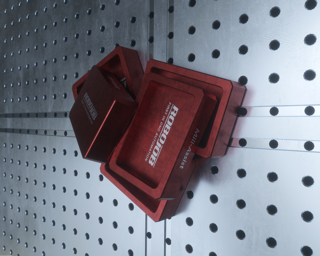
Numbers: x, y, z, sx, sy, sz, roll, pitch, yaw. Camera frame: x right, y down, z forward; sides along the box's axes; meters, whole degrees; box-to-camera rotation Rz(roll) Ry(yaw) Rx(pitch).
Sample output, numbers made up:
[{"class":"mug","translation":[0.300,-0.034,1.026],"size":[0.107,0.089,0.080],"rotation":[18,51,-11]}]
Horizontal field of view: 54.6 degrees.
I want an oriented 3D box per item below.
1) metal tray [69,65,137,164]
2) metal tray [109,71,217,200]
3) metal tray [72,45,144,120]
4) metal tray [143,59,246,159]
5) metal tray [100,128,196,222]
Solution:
[{"class":"metal tray","translation":[-0.084,-0.023,0.423],"size":[0.090,0.030,0.130],"rotation":[-60,34,14]},{"class":"metal tray","translation":[0.000,0.007,0.366],"size":[0.090,0.030,0.129],"rotation":[26,94,37]},{"class":"metal tray","translation":[-0.078,-0.052,0.472],"size":[0.130,0.030,0.090],"rotation":[-28,72,37]},{"class":"metal tray","translation":[0.029,-0.027,0.382],"size":[0.130,0.030,0.089],"rotation":[25,105,38]},{"class":"metal tray","translation":[-0.023,0.053,0.426],"size":[0.130,0.030,0.089],"rotation":[33,110,35]}]
